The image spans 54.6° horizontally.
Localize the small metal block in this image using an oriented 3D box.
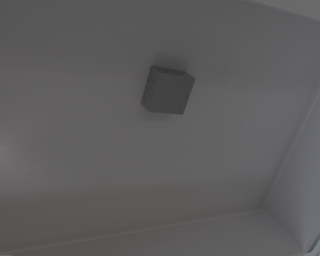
[{"bbox_3d":[0.010,-0.046,0.385,0.050,0.025,0.050,3,117,-30],"label":"small metal block"}]
